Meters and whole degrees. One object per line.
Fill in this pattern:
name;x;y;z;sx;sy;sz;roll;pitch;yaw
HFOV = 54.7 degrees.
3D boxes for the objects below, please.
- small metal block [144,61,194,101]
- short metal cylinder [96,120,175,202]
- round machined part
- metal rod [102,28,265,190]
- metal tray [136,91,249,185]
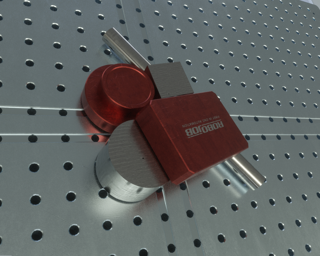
small metal block;0.010;-0.059;0.415;0.050;0.025;0.050;-13;71;-28
short metal cylinder;-0.026;0.037;0.350;0.081;0.050;0.080;14;56;-21
round machined part;-0.046;-0.043;0.393;0.099;0.042;0.098;13;57;-20
metal rod;0.031;-0.029;0.438;0.300;0.025;0.025;45;51;3
metal tray;0.044;0.005;0.371;0.131;0.030;0.090;-14;69;-47
